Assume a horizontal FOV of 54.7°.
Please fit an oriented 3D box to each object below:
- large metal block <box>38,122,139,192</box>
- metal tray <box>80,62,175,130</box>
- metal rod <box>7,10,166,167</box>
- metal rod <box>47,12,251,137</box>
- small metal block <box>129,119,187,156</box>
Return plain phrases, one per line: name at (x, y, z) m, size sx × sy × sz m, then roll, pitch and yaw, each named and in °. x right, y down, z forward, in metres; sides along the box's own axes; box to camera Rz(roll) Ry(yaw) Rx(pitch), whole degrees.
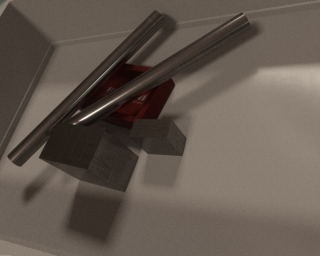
large metal block at (-0.087, 0.037, 0.391) m, size 0.080 × 0.080 × 0.050 m, roll 7°, pitch 66°, yaw 31°
metal tray at (-0.054, -0.050, 0.459) m, size 0.130 × 0.030 × 0.090 m, roll 16°, pitch 70°, yaw 34°
metal rod at (-0.104, -0.060, 0.456) m, size 0.300 × 0.025 × 0.025 m, roll -46°, pitch 51°, yaw -4°
metal rod at (-0.020, -0.060, 0.412) m, size 0.300 × 0.025 × 0.025 m, roll -30°, pitch 52°, yaw 8°
small metal block at (-0.001, 0.012, 0.382) m, size 0.050 × 0.050 × 0.025 m, roll 1°, pitch 62°, yaw 28°
